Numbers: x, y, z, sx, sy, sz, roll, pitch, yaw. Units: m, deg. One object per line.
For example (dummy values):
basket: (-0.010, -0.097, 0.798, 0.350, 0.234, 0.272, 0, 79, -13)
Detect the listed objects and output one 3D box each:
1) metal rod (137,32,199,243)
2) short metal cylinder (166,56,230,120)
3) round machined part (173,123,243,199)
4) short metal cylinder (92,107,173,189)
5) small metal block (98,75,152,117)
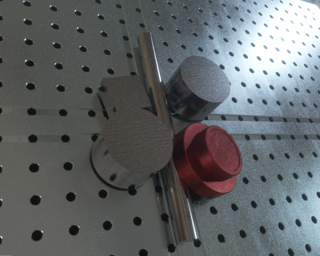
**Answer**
metal rod: (0.004, -0.006, 0.409, 0.025, 0.025, 0.299, 3, 60, -27)
short metal cylinder: (0.054, -0.058, 0.451, 0.081, 0.050, 0.080, 14, 56, -21)
round machined part: (0.066, 0.036, 0.391, 0.098, 0.042, 0.098, 27, 45, -31)
short metal cylinder: (-0.032, 0.023, 0.355, 0.081, 0.050, 0.080, 14, 56, -21)
small metal block: (-0.046, -0.039, 0.402, 0.050, 0.025, 0.050, -12, 68, -33)
